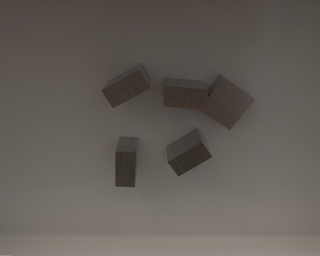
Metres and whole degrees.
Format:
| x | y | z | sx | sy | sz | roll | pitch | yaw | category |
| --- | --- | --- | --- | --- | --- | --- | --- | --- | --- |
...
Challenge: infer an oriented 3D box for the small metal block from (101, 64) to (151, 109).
| x | y | z | sx | sy | sz | roll | pitch | yaw | category |
| --- | --- | --- | --- | --- | --- | --- | --- | --- | --- |
| -0.039 | -0.053 | 0.378 | 0.050 | 0.050 | 0.025 | -27 | 108 | 9 | small metal block |

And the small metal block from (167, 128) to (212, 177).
| x | y | z | sx | sy | sz | roll | pitch | yaw | category |
| --- | --- | --- | --- | --- | --- | --- | --- | --- | --- |
| 0.037 | 0.031 | 0.410 | 0.050 | 0.050 | 0.025 | -32 | 107 | 11 | small metal block |

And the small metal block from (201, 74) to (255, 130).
| x | y | z | sx | sy | sz | roll | pitch | yaw | category |
| --- | --- | --- | --- | --- | --- | --- | --- | --- | --- |
| 0.084 | -0.034 | 0.400 | 0.050 | 0.025 | 0.050 | 33 | 107 | -12 | small metal block |

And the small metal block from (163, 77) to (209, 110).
| x | y | z | sx | sy | sz | roll | pitch | yaw | category |
| --- | --- | --- | --- | --- | --- | --- | --- | --- | --- |
| 0.030 | -0.043 | 0.383 | 0.050 | 0.050 | 0.025 | 5 | 110 | -2 | small metal block |

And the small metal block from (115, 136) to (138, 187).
| x | y | z | sx | sy | sz | roll | pitch | yaw | category |
| --- | --- | --- | --- | --- | --- | --- | --- | --- | --- |
| -0.044 | 0.044 | 0.414 | 0.025 | 0.050 | 0.050 | 3 | 110 | -2 | small metal block |
